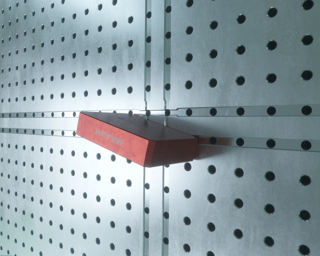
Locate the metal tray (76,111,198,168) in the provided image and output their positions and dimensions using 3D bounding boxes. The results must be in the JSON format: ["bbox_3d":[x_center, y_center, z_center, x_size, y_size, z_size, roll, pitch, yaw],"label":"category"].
[{"bbox_3d":[-0.030,0.010,0.389,0.130,0.091,0.030,20,103,38],"label":"metal tray"}]
